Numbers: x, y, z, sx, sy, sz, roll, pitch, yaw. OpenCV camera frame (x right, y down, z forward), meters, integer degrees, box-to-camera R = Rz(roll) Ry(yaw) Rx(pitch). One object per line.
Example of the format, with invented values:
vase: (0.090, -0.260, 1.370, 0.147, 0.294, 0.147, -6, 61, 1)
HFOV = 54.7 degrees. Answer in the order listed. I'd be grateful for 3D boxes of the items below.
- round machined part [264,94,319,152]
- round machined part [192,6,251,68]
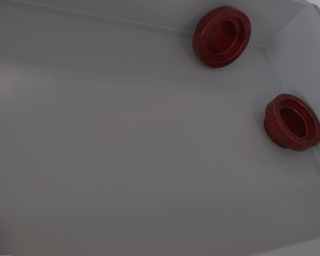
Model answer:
round machined part: (0.213, -0.005, 0.512, 0.099, 0.042, 0.098, 14, 56, -21)
round machined part: (0.096, -0.152, 0.510, 0.099, 0.097, 0.042, -2, 37, -29)
